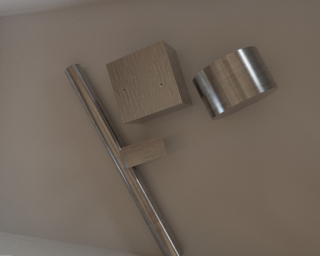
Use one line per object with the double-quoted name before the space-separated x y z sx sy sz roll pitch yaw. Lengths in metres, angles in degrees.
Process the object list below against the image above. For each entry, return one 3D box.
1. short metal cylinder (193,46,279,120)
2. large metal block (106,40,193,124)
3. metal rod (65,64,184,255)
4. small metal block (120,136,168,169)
"short metal cylinder" 0.084 -0.049 0.351 0.080 0.080 0.050 -27 81 17
"large metal block" -0.013 -0.055 0.401 0.080 0.050 0.080 -19 84 18
"metal rod" -0.054 0.041 0.428 0.025 0.025 0.299 -33 80 17
"small metal block" -0.023 0.032 0.394 0.050 0.050 0.025 -17 84 -14
